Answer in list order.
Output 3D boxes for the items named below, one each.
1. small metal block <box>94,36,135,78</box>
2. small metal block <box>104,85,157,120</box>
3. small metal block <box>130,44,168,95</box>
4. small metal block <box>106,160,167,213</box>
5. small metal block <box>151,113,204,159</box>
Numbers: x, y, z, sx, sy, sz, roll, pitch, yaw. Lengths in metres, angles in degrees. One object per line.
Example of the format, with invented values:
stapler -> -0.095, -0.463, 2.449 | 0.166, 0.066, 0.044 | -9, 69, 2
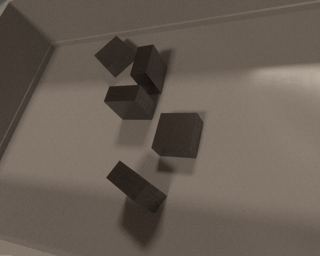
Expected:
small metal block -> -0.074, -0.119, 0.516 | 0.050, 0.025, 0.050 | -42, 51, -2
small metal block -> -0.040, -0.034, 0.430 | 0.050, 0.050, 0.025 | 1, 62, 28
small metal block -> -0.015, -0.083, 0.447 | 0.025, 0.050, 0.050 | -2, 61, 27
small metal block -> -0.026, 0.069, 0.360 | 0.050, 0.050, 0.025 | 30, 78, 37
small metal block -> 0.023, 0.009, 0.387 | 0.050, 0.025, 0.050 | 1, 62, 28
